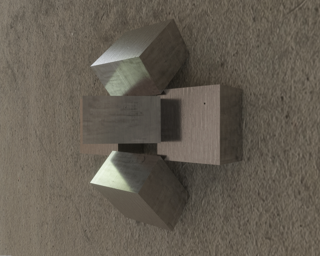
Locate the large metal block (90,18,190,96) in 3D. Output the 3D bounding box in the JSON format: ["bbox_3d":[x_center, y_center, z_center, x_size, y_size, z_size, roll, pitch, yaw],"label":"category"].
[{"bbox_3d":[-0.023,-0.083,0.380,0.080,0.080,0.050,0,134,40],"label":"large metal block"}]

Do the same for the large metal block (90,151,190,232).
[{"bbox_3d":[-0.023,0.075,0.380,0.080,0.080,0.050,2,48,40],"label":"large metal block"}]

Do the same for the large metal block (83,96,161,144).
[{"bbox_3d":[-0.043,-0.009,0.362,0.080,0.081,0.050,179,90,-84],"label":"large metal block"}]

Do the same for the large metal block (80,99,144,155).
[{"bbox_3d":[-0.069,-0.003,0.445,0.080,0.050,0.079,0,90,39],"label":"large metal block"}]

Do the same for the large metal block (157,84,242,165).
[{"bbox_3d":[0.044,-0.004,0.349,0.080,0.050,0.079,0,90,39],"label":"large metal block"}]
